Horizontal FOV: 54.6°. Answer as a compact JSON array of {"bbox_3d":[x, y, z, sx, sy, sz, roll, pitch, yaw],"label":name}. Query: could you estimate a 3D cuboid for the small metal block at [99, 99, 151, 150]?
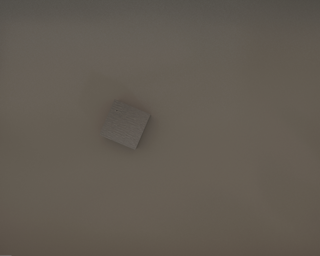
[{"bbox_3d":[-0.045,-0.004,0.411,0.050,0.025,0.050,23,90,0],"label":"small metal block"}]
